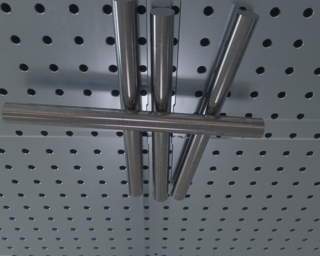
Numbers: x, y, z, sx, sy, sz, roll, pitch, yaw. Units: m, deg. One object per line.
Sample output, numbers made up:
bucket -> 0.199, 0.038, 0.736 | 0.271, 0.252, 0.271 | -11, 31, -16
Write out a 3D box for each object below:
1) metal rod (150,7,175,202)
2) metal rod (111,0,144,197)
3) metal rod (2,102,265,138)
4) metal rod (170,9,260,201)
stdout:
metal rod -> 0.002, -0.003, 0.408 | 0.025, 0.025, 0.298 | 0, 130, 0
metal rod -> -0.037, -0.014, 0.399 | 0.025, 0.025, 0.298 | 0, 130, 0
metal rod -> -0.028, -0.009, 0.369 | 0.302, 0.025, 0.025 | 3, 130, -3
metal rod -> 0.059, -0.004, 0.408 | 0.025, 0.025, 0.298 | 9, 130, -8
